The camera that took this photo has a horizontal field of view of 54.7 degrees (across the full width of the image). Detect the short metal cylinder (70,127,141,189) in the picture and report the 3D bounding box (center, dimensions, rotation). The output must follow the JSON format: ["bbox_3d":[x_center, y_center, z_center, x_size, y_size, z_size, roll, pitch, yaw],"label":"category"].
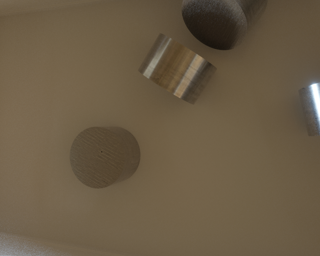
[{"bbox_3d":[-0.074,0.038,0.422,0.080,0.050,0.079,0,90,19],"label":"short metal cylinder"}]

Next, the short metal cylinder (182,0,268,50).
[{"bbox_3d":[0.072,-0.135,0.348,0.080,0.080,0.050,29,66,17],"label":"short metal cylinder"}]

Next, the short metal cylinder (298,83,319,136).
[{"bbox_3d":[0.189,-0.024,0.315,0.080,0.080,0.050,-12,86,19],"label":"short metal cylinder"}]

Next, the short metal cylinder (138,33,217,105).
[{"bbox_3d":[0.021,-0.071,0.373,0.080,0.080,0.050,35,101,16],"label":"short metal cylinder"}]
